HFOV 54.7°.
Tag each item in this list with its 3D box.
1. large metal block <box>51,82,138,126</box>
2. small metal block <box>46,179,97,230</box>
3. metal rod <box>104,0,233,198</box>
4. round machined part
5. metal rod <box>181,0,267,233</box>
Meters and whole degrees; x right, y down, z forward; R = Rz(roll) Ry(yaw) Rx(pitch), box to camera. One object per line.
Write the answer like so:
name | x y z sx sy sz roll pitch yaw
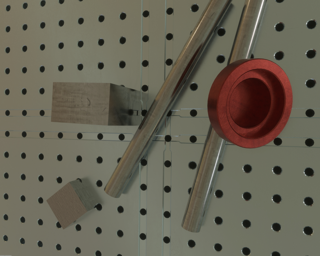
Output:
large metal block | -0.084 -0.030 0.412 0.080 0.080 0.050 4 92 19
small metal block | -0.131 0.112 0.457 0.050 0.025 0.050 -38 78 15
metal rod | 0.006 -0.037 0.409 0.025 0.025 0.299 33 100 16
round machined part | 0.097 -0.029 0.352 0.099 0.042 0.097 -4 102 -20
metal rod | 0.078 -0.015 0.384 0.025 0.025 0.298 17 95 19
